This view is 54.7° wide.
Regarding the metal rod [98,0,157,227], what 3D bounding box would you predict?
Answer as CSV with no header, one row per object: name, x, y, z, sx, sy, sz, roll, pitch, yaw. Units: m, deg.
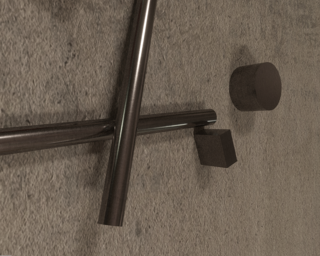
metal rod,-0.031,-0.045,0.353,0.025,0.025,0.299,21,69,-38

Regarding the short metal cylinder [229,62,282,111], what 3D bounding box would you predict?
short metal cylinder,0.163,-0.069,0.529,0.081,0.050,0.079,0,90,-40

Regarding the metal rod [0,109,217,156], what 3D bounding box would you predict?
metal rod,-0.038,-0.002,0.374,0.302,0.025,0.025,-8,95,-40

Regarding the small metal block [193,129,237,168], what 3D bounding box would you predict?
small metal block,0.082,0.029,0.460,0.025,0.050,0.050,-25,106,-38
